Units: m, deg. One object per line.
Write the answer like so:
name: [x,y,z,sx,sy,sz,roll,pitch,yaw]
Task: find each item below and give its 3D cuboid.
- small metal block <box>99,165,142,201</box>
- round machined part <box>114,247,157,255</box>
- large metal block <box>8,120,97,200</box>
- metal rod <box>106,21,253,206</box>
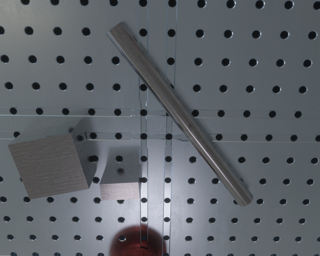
small metal block: [-0.052,0.074,0.427,0.050,0.050,0.025,-3,110,1]
round machined part: [-0.037,0.230,0.489,0.099,0.042,0.097,0,110,0]
large metal block: [-0.139,0.041,0.414,0.080,0.050,0.079,-11,110,4]
metal rod: [0.035,-0.007,0.410,0.025,0.025,0.300,-35,107,12]
